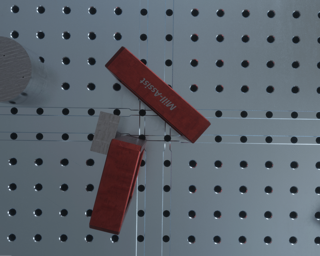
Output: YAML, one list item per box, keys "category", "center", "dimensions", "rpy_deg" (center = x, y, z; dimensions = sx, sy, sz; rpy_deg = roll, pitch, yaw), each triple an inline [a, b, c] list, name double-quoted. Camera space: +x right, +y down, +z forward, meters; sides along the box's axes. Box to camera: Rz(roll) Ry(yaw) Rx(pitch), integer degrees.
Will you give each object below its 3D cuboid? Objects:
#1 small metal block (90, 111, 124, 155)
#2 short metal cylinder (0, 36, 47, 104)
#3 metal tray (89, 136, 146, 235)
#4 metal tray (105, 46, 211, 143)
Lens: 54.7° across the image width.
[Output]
- category: "small metal block"
  center: [-0.066, 0.006, 0.400]
  dimensions: [0.025, 0.050, 0.050]
  rpy_deg: [15, 90, 0]
- category: "short metal cylinder"
  center: [-0.195, -0.071, 0.398]
  dimensions: [0.081, 0.050, 0.079]
  rpy_deg: [0, 90, -1]
- category: "metal tray"
  center: [-0.043, 0.057, 0.360]
  dimensions: [0.030, 0.130, 0.089]
  rpy_deg: [14, 90, 0]
- category: "metal tray"
  center: [-0.002, -0.037, 0.380]
  dimensions: [0.130, 0.090, 0.030]
  rpy_deg: [41, 90, -1]
